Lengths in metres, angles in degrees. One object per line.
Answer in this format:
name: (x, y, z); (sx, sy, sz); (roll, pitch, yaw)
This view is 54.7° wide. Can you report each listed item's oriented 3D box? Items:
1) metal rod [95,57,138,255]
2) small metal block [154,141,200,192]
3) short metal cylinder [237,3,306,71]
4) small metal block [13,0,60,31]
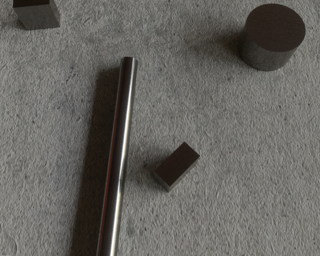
metal rod: (-0.054, 0.045, 0.391); (0.025, 0.025, 0.299); (4, 70, 1)
small metal block: (0.020, 0.049, 0.377); (0.025, 0.050, 0.050); (43, 76, 14)
short metal cylinder: (0.157, -0.129, 0.443); (0.081, 0.050, 0.080); (0, 70, 0)
small metal block: (-0.180, -0.172, 0.456); (0.050, 0.050, 0.025); (-7, 70, -3)
